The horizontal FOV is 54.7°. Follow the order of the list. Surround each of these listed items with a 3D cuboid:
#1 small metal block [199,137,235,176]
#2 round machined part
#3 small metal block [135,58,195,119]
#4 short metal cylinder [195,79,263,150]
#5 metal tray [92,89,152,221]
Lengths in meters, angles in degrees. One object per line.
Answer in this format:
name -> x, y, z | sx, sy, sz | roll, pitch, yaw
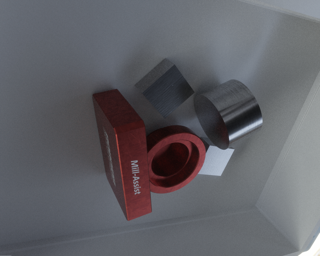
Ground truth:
small metal block -> 0.079, 0.045, 0.480 | 0.050, 0.025, 0.050 | 10, 113, -32
round machined part -> 0.010, 0.038, 0.424 | 0.099, 0.042, 0.097 | -14, 125, -21
small metal block -> 0.006, -0.048, 0.382 | 0.050, 0.025, 0.050 | -42, 128, 1
short metal cylinder -> 0.089, -0.018, 0.411 | 0.050, 0.080, 0.080 | -26, 128, -13
metal tray -> -0.044, 0.031, 0.361 | 0.030, 0.090, 0.129 | -16, 125, -19
